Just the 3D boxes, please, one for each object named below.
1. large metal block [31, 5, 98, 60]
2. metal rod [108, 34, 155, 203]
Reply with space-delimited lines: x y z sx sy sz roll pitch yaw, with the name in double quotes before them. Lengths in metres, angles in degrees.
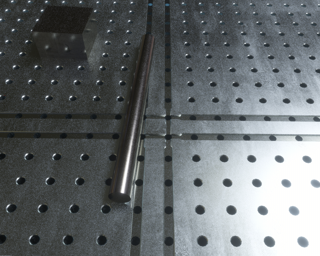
"large metal block" -0.158 -0.163 0.526 0.080 0.050 0.080 4 50 3
"metal rod" -0.032 -0.037 0.438 0.025 0.025 0.300 4 50 3
